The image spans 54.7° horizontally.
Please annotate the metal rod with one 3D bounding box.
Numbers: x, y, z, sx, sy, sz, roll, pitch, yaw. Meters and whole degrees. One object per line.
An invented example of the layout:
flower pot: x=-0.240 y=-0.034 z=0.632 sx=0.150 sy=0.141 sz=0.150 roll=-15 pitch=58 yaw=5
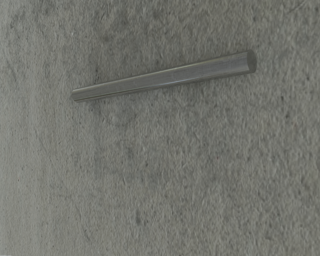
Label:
metal rod: x=-0.020 y=-0.062 z=0.419 sx=0.300 sy=0.025 sz=0.025 roll=-4 pitch=88 yaw=39
